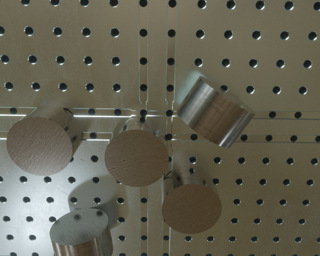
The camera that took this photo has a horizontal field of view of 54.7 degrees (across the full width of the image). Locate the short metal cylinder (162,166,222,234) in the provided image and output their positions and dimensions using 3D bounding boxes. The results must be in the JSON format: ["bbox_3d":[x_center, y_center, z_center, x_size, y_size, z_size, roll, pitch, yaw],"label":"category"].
[{"bbox_3d":[0.042,0.101,0.437,0.081,0.050,0.079,0,110,0],"label":"short metal cylinder"}]

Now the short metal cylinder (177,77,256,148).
[{"bbox_3d":[0.068,-0.020,0.377,0.080,0.080,0.050,30,107,-11],"label":"short metal cylinder"}]

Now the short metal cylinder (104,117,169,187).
[{"bbox_3d":[-0.029,0.031,0.411,0.081,0.050,0.079,0,110,0],"label":"short metal cylinder"}]

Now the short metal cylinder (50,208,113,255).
[{"bbox_3d":[-0.110,0.159,0.442,0.080,0.080,0.050,-5,110,2],"label":"short metal cylinder"}]

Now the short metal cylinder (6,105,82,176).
[{"bbox_3d":[-0.148,0.015,0.404,0.081,0.050,0.079,0,110,0],"label":"short metal cylinder"}]
